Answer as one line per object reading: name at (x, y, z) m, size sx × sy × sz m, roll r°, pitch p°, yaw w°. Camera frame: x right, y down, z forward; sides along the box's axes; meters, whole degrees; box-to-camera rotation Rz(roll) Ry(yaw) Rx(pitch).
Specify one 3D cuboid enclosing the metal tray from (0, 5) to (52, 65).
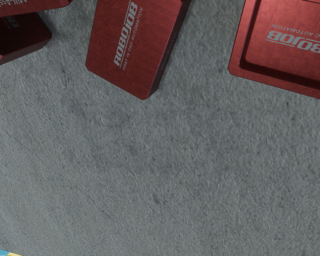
metal tray at (-0.209, -0.148, 0.380) m, size 0.030 × 0.090 × 0.130 m, roll -27°, pitch 104°, yaw 39°

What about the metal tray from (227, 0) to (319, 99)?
metal tray at (0.137, -0.078, 0.282) m, size 0.130 × 0.030 × 0.089 m, roll 19°, pitch 126°, yaw 16°

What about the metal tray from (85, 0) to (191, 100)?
metal tray at (-0.030, -0.107, 0.352) m, size 0.090 × 0.030 × 0.129 m, roll 30°, pitch 128°, yaw 8°

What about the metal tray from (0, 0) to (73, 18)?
metal tray at (-0.135, -0.160, 0.332) m, size 0.130 × 0.090 × 0.030 m, roll 3°, pitch 141°, yaw 26°
